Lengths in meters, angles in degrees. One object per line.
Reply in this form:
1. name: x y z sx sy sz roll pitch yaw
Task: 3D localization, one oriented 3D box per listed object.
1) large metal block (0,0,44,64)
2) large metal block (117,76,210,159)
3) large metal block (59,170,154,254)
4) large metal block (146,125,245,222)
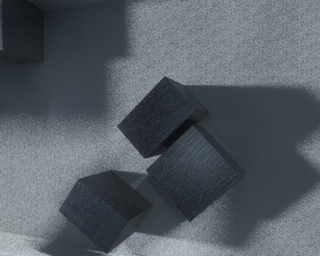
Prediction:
1. large metal block: -0.220 -0.143 0.457 0.050 0.080 0.079 -1 90 20
2. large metal block: 0.008 -0.011 0.378 0.080 0.080 0.050 -45 76 14
3. large metal block: -0.067 0.104 0.404 0.080 0.080 0.050 36 101 16
4. large metal block: 0.045 0.053 0.381 0.080 0.050 0.080 -45 77 14
